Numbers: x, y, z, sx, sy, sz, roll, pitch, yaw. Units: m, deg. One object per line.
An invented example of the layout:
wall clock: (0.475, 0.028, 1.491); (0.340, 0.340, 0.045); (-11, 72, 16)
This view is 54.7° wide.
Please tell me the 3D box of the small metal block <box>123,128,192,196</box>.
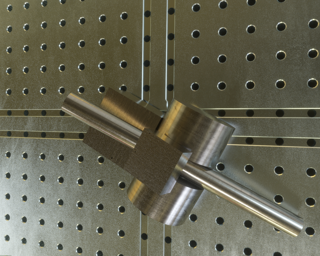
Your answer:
small metal block: (-0.003, 0.034, 0.326); (0.050, 0.025, 0.050); (32, 101, 25)

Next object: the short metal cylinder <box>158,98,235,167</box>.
short metal cylinder: (0.041, 0.004, 0.366); (0.080, 0.080, 0.050); (29, 100, 17)

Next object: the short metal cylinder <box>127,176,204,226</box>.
short metal cylinder: (0.007, 0.073, 0.377); (0.080, 0.080, 0.050); (32, 100, 17)

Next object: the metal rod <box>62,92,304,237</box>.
metal rod: (0.024, 0.041, 0.358); (0.301, 0.025, 0.025); (29, 100, 2)

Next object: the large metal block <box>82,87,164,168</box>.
large metal block: (-0.041, 0.003, 0.408); (0.080, 0.050, 0.080); (31, 100, 17)
